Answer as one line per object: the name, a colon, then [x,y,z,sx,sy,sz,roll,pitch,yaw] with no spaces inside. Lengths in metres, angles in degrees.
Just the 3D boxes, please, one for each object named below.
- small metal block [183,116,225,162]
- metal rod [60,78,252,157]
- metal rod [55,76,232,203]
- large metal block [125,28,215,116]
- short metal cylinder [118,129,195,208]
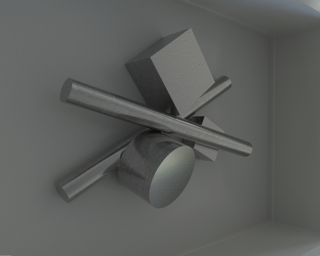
small metal block: [0.064,0.016,0.459,0.050,0.025,0.050,33,69,-35]
metal rod: [0.022,-0.002,0.392,0.302,0.025,0.025,17,79,-39]
metal rod: [0.001,-0.002,0.407,0.302,0.025,0.025,-34,112,-35]
large metal block: [0.016,-0.071,0.403,0.080,0.050,0.080,-43,117,-31]
short metal cylinder: [-0.003,0.048,0.370,0.081,0.050,0.079,-31,134,-38]
